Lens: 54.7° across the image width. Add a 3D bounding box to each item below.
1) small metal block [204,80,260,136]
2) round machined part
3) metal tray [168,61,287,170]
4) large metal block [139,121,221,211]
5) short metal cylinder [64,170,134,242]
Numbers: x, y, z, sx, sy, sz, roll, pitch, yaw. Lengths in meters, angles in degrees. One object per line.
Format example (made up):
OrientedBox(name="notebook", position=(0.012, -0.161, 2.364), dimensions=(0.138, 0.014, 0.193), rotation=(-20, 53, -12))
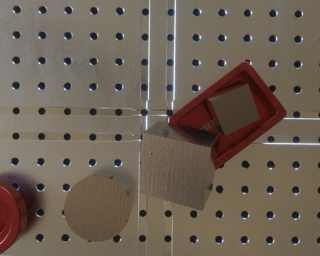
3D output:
OrientedBox(name="small metal block", position=(0.092, -0.025, 0.392), dimensions=(0.050, 0.025, 0.050), rotation=(-26, 110, -3))
OrientedBox(name="round machined part", position=(-0.222, 0.114, 0.403), dimensions=(0.099, 0.042, 0.097), rotation=(0, 90, 0))
OrientedBox(name="metal tray", position=(0.087, -0.014, 0.411), dimensions=(0.130, 0.030, 0.090), rotation=(-37, 90, 0))
OrientedBox(name="large metal block", position=(0.024, 0.043, 0.377), dimensions=(0.080, 0.050, 0.079), rotation=(12, 111, 19))
OrientedBox(name="short metal cylinder", position=(-0.076, 0.098, 0.400), dimensions=(0.081, 0.050, 0.079), rotation=(0, 90, 0))
